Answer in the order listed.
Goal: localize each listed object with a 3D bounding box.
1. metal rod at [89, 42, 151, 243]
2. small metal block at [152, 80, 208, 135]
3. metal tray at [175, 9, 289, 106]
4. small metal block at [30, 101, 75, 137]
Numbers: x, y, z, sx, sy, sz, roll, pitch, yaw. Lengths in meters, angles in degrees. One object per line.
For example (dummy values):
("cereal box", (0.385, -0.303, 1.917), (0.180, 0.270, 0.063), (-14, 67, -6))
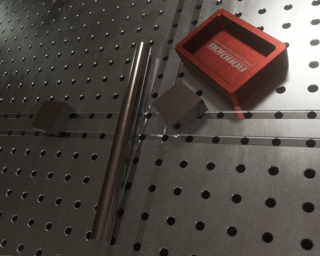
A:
("metal rod", (-0.048, 0.001, 0.431), (0.025, 0.025, 0.299), (-5, 59, 25))
("small metal block", (0.026, -0.028, 0.411), (0.050, 0.025, 0.050), (-41, 51, -1))
("metal tray", (0.092, -0.100, 0.417), (0.090, 0.030, 0.130), (-40, 51, 0))
("small metal block", (-0.176, -0.016, 0.508), (0.050, 0.025, 0.050), (6, 64, 30))
